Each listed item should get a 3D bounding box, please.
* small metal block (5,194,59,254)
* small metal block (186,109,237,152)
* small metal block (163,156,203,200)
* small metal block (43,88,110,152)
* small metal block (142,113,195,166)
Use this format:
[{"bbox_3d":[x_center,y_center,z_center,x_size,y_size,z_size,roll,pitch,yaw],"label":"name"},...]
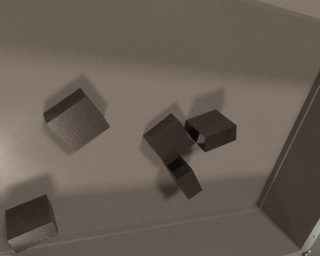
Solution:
[{"bbox_3d":[-0.157,0.116,0.379,0.050,0.050,0.025,-21,127,-17],"label":"small metal block"},{"bbox_3d":[0.071,0.003,0.435,0.050,0.050,0.025,-20,126,-17],"label":"small metal block"},{"bbox_3d":[0.032,0.069,0.455,0.025,0.050,0.050,-33,129,-7],"label":"small metal block"},{"bbox_3d":[-0.094,-0.009,0.353,0.050,0.025,0.050,-36,130,-4],"label":"small metal block"},{"bbox_3d":[0.013,0.016,0.428,0.050,0.025,0.050,-39,130,-2],"label":"small metal block"}]
